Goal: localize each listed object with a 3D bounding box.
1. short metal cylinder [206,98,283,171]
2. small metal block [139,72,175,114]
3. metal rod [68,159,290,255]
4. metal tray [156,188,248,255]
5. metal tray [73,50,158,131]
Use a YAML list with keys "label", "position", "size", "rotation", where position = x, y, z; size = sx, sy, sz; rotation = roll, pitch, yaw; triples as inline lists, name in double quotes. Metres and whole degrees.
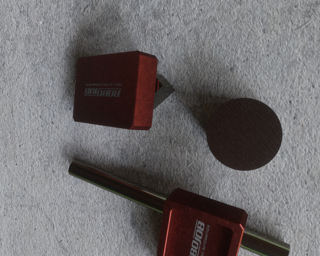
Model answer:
- label: "short metal cylinder"
  position: [0.099, 0.007, 0.361]
  size: [0.080, 0.050, 0.079]
  rotation: [0, 90, 19]
- label: "small metal block"
  position: [-0.014, -0.044, 0.400]
  size: [0.050, 0.050, 0.025]
  rotation: [-41, 77, 15]
- label: "metal rod"
  position: [0.010, 0.102, 0.404]
  size: [0.301, 0.025, 0.025]
  rotation: [18, 96, 18]
- label: "metal tray"
  position: [0.045, 0.146, 0.370]
  size: [0.090, 0.030, 0.129]
  rotation: [15, 112, 19]
- label: "metal tray"
  position: [-0.063, -0.048, 0.400]
  size: [0.130, 0.030, 0.089]
  rotation: [7, 93, 44]
